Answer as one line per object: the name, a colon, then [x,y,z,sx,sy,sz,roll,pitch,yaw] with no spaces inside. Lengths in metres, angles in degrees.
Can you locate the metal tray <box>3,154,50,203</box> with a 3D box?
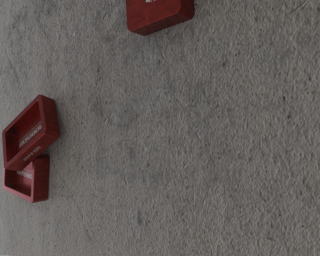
metal tray: [-0.274,0.091,0.627,0.130,0.030,0.089,6,94,39]

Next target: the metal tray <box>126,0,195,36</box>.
metal tray: [-0.004,-0.197,0.405,0.090,0.030,0.129,-6,86,39]

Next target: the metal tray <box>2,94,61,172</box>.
metal tray: [-0.242,0.010,0.575,0.130,0.030,0.090,-37,55,23]
